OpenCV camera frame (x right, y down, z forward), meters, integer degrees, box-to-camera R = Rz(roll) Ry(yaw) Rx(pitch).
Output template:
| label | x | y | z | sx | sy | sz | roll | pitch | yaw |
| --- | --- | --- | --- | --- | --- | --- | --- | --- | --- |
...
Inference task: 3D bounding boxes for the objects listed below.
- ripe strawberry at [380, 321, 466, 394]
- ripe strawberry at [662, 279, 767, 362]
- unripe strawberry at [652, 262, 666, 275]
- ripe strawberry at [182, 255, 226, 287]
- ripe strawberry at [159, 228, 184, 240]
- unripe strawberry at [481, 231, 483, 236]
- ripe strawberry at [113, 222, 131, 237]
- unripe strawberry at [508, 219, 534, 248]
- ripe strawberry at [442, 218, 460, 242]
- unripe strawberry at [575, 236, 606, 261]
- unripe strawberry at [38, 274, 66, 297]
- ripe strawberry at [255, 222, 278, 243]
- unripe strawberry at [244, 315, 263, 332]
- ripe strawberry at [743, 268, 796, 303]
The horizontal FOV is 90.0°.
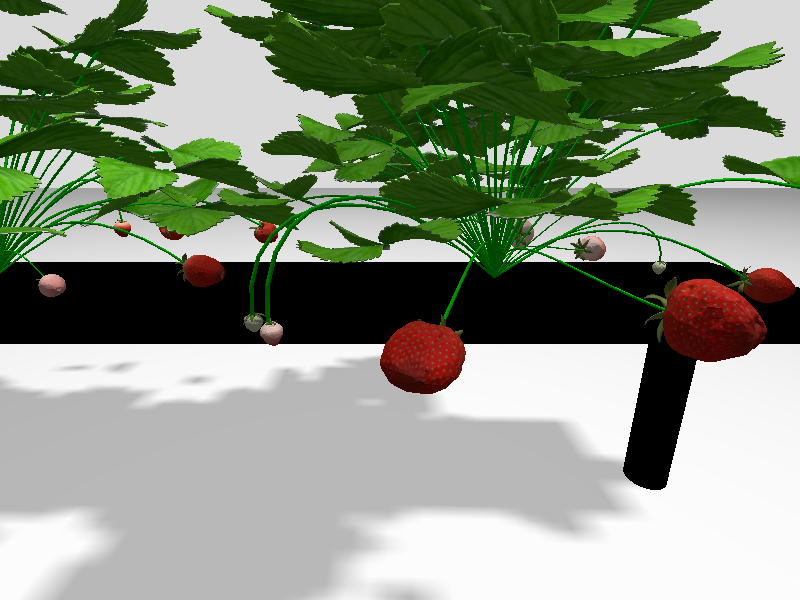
| label | x | y | z | sx | sy | sz | roll | pitch | yaw |
| --- | --- | --- | --- | --- | --- | --- | --- | --- | --- |
| ripe strawberry | 0.008 | 0.025 | 0.162 | 0.035 | 0.031 | 0.032 | 6 | 19 | 20 |
| ripe strawberry | 0.148 | 0.011 | 0.191 | 0.036 | 0.041 | 0.039 | -6 | 19 | -20 |
| unripe strawberry | 0.228 | -0.028 | 0.352 | 0.010 | 0.011 | 0.011 | 1 | 17 | 2 |
| ripe strawberry | -0.157 | -0.023 | 0.324 | 0.030 | 0.026 | 0.030 | 11 | 19 | 6 |
| ripe strawberry | -0.324 | -0.103 | 0.575 | 0.032 | 0.034 | 0.035 | 3 | 7 | 10 |
| unripe strawberry | 0.117 | -0.091 | 0.550 | 0.011 | 0.011 | 0.010 | 3 | 18 | 9 |
| ripe strawberry | -0.393 | -0.100 | 0.568 | 0.021 | 0.021 | 0.018 | -2 | 17 | -7 |
| unripe strawberry | 0.152 | -0.085 | 0.504 | 0.032 | 0.037 | 0.035 | 7 | 18 | 22 |
| ripe strawberry | 0.066 | -0.097 | 0.546 | 0.031 | 0.035 | 0.034 | -2 | 0 | -5 |
| unripe strawberry | 0.203 | -0.055 | 0.423 | 0.031 | 0.026 | 0.031 | -9 | 20 | -29 |
| unripe strawberry | -0.262 | -0.010 | 0.303 | 0.017 | 0.017 | 0.016 | 23 | 25 | 23 |
| ripe strawberry | -0.175 | -0.088 | 0.528 | 0.027 | 0.030 | 0.029 | 17 | -19 | 44 |
| unripe strawberry | -0.082 | 0.013 | 0.223 | 0.010 | 0.010 | 0.009 | -14 | 22 | -38 |
| ripe strawberry | 0.262 | -0.010 | 0.284 | 0.029 | 0.024 | 0.029 | 16 | 22 | 19 |
